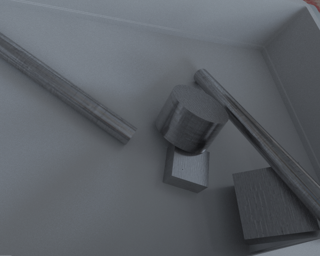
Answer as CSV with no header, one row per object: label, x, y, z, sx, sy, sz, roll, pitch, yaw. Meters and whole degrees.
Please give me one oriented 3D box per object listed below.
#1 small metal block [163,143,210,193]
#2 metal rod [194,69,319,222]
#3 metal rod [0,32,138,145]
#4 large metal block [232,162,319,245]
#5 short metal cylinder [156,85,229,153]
small metal block,0.034,0.050,0.395,0.050,0.025,0.050,20,54,-17
metal rod,0.121,0.007,0.392,0.025,0.025,0.300,1,37,-28
metal rod,-0.157,-0.076,0.367,0.301,0.025,0.025,35,51,-5
large metal block,0.140,0.095,0.383,0.050,0.080,0.080,52,28,-56
short metal cylinder,0.041,-0.013,0.404,0.080,0.050,0.080,22,31,-14
